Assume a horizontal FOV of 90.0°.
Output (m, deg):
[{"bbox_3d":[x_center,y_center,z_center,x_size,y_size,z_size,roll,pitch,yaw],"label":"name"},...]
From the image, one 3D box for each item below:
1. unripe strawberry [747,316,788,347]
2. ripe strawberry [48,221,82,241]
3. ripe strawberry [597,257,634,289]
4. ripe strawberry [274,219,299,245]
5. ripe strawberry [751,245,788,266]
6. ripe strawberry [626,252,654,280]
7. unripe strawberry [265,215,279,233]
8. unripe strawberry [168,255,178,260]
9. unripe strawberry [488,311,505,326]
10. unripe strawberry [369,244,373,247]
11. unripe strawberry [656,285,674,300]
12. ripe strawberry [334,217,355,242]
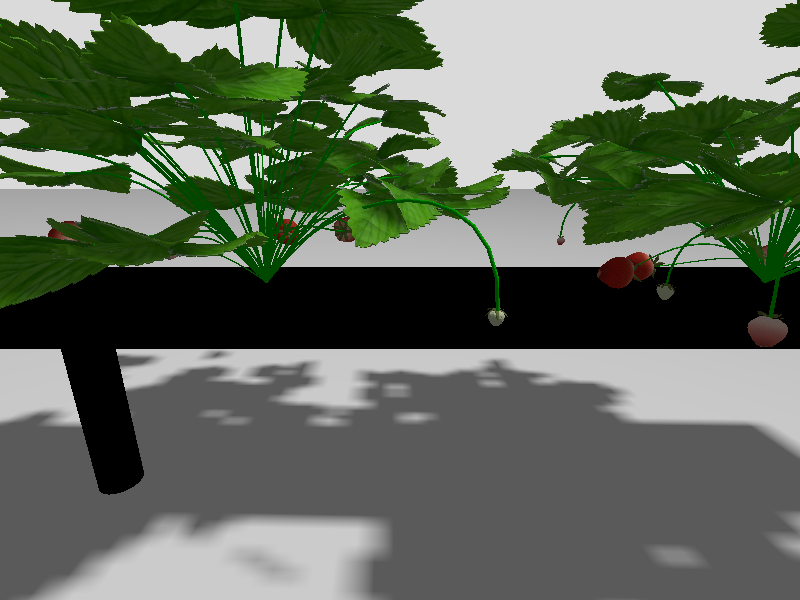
[{"bbox_3d":[0.207,0.018,0.226,0.017,0.017,0.015,15,1,39],"label":"unripe strawberry"},{"bbox_3d":[-0.350,-0.060,0.426,0.051,0.049,0.047,5,18,17],"label":"ripe strawberry"},{"bbox_3d":[0.183,-0.023,0.342,0.029,0.028,0.026,-4,17,-6],"label":"ripe strawberry"},{"bbox_3d":[-0.161,-0.097,0.568,0.035,0.037,0.037,-3,13,-10],"label":"ripe strawberry"},{"bbox_3d":[0.373,-0.044,0.406,0.029,0.025,0.029,14,22,39],"label":"ripe strawberry"},{"bbox_3d":[0.215,-0.031,0.366,0.028,0.024,0.028,1,17,4],"label":"ripe strawberry"},{"bbox_3d":[-0.199,-0.117,0.632,0.034,0.036,0.037,-5,17,-14],"label":"unripe strawberry"},{"bbox_3d":[-0.264,-0.054,0.460,0.017,0.017,0.018,-22,-23,-50],"label":"unripe strawberry"},{"bbox_3d":[0.054,0.010,0.226,0.010,0.010,0.009,13,21,36],"label":"unripe strawberry"},{"bbox_3d":[-0.043,-0.078,0.531,0.020,0.018,0.018,7,-7,22],"label":"unripe strawberry"},{"bbox_3d":[0.196,-0.006,0.296,0.010,0.011,0.011,-8,19,-25],"label":"unripe strawberry"},{"bbox_3d":[-0.074,-0.102,0.577,0.039,0.035,0.036,3,17,11],"label":"ripe strawberry"}]
